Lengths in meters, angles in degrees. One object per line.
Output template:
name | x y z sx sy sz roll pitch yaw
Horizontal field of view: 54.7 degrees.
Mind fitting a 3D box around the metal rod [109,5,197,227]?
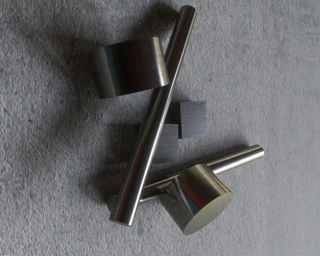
metal rod | 0.000 -0.033 0.377 0.025 0.025 0.300 35 60 -35

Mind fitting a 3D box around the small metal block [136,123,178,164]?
small metal block | -0.003 0.020 0.402 0.050 0.025 0.050 1 89 -40

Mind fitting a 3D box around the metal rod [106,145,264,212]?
metal rod | 0.059 0.065 0.454 0.302 0.025 0.025 -11 98 -39

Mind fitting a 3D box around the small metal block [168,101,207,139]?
small metal block | 0.039 -0.012 0.438 0.050 0.025 0.050 -6 94 -40

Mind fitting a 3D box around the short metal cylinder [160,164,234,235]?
short metal cylinder | 0.048 0.093 0.403 0.081 0.050 0.080 -28 146 -21

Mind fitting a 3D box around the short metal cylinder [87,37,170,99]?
short metal cylinder | -0.034 -0.065 0.340 0.081 0.080 0.050 -21 104 -38
